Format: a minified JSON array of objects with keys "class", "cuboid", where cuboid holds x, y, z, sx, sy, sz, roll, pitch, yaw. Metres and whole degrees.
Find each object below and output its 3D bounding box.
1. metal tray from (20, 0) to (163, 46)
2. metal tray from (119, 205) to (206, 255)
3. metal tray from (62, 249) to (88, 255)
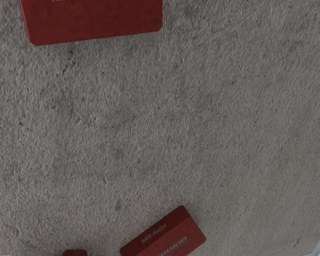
[{"class":"metal tray","cuboid":[-0.063,-0.132,0.288,0.131,0.030,0.089,-14,124,-21]},{"class":"metal tray","cuboid":[0.008,0.201,0.533,0.130,0.030,0.090,-35,129,-6]},{"class":"metal tray","cuboid":[-0.129,0.236,0.403,0.030,0.130,0.089,-7,104,16]}]
